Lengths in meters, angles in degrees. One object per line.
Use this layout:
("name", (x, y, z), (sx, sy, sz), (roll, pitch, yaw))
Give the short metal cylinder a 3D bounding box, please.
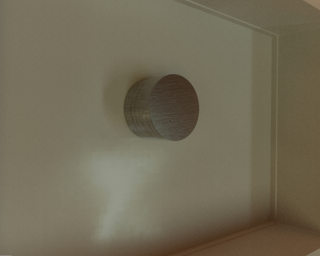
("short metal cylinder", (0.003, -0.024, 0.389), (0.081, 0.050, 0.080), (0, 90, -40))
